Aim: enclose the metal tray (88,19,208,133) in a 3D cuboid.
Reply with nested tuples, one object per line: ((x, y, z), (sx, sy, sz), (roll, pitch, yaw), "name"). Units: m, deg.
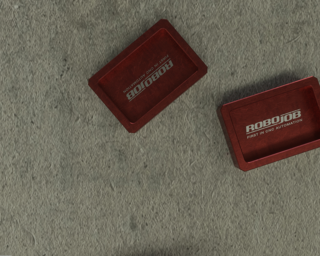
((-0.015, -0.066, 0.407), (0.130, 0.030, 0.090), (-40, 90, 0), "metal tray")

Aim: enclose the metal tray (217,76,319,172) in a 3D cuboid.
((0.151, -0.005, 0.408), (0.131, 0.030, 0.090), (-18, 90, 0), "metal tray")
